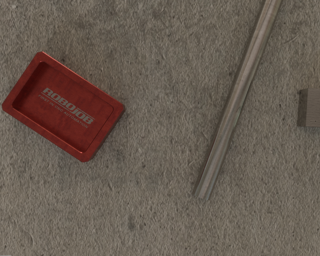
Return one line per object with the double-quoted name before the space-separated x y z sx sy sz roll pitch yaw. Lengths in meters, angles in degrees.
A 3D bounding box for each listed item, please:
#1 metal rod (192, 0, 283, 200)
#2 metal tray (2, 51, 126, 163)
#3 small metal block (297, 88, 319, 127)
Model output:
"metal rod" 0.106 -0.049 0.411 0.025 0.025 0.299 20 90 -1
"metal tray" -0.123 -0.027 0.405 0.130 0.030 0.090 34 90 -1
"small metal block" 0.215 -0.025 0.413 0.050 0.025 0.050 4 90 -1
